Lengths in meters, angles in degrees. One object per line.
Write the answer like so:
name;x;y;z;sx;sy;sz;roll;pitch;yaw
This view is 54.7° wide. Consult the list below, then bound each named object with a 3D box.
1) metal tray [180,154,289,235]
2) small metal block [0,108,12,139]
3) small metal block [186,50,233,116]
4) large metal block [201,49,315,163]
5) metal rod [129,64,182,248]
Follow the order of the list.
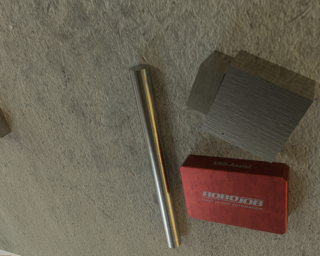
metal tray;0.097;0.085;0.404;0.130;0.030;0.089;3;120;26
small metal block;-0.304;-0.009;0.558;0.050;0.025;0.050;-1;118;28
small metal block;0.055;-0.049;0.331;0.025;0.050;0.050;26;128;12
large metal block;0.100;-0.023;0.323;0.080;0.050;0.079;27;128;11
metal rod;-0.001;0.057;0.441;0.025;0.025;0.298;4;120;26
